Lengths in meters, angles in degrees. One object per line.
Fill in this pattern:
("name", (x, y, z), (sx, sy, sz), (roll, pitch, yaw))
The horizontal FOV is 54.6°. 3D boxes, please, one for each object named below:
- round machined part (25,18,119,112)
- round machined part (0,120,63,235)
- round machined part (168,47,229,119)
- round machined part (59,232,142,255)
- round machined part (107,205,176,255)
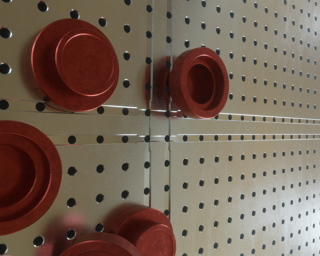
("round machined part", (-0.084, -0.066, 0.326), (0.099, 0.042, 0.097), (0, 90, -40))
("round machined part", (-0.143, 0.042, 0.278), (0.099, 0.042, 0.097), (0, 90, -40))
("round machined part", (0.051, -0.062, 0.439), (0.099, 0.042, 0.097), (0, 90, -40))
("round machined part", (-0.061, 0.156, 0.325), (0.098, 0.042, 0.097), (0, 95, 2))
("round machined part", (-0.019, 0.148, 0.382), (0.099, 0.042, 0.097), (0, 90, -40))
